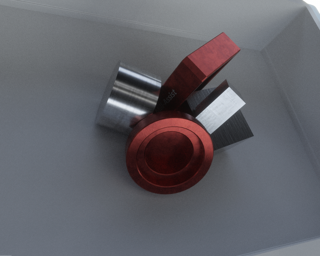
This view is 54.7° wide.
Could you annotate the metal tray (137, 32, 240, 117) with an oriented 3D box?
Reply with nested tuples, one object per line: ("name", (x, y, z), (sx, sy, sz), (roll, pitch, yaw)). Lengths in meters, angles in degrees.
("metal tray", (0.032, -0.053, 0.387), (0.030, 0.129, 0.091), (47, 51, 3))

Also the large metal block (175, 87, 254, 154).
("large metal block", (0.066, -0.006, 0.419), (0.081, 0.050, 0.080), (-15, 74, -34))

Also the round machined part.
("round machined part", (0.009, 0.025, 0.360), (0.099, 0.097, 0.042), (19, 19, -18))

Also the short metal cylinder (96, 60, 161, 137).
("short metal cylinder", (-0.039, -0.034, 0.369), (0.050, 0.080, 0.080), (21, 54, -17))

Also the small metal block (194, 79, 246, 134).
("small metal block", (0.067, -0.026, 0.354), (0.025, 0.050, 0.050), (44, 19, -7))
